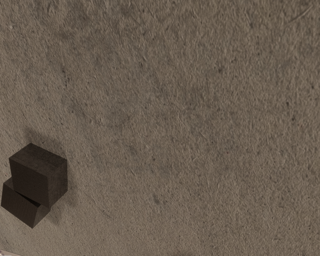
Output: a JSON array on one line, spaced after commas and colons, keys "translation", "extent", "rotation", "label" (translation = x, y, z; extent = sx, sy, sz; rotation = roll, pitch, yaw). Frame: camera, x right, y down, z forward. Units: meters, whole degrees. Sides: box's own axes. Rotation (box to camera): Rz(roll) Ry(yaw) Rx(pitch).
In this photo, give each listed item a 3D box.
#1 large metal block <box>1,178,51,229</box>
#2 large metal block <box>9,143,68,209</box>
[{"translation": [-0.260, 0.138, 0.610], "extent": [0.080, 0.050, 0.079], "rotation": [33, 129, 6], "label": "large metal block"}, {"translation": [-0.215, 0.085, 0.553], "extent": [0.080, 0.050, 0.079], "rotation": [22, 127, 14], "label": "large metal block"}]
